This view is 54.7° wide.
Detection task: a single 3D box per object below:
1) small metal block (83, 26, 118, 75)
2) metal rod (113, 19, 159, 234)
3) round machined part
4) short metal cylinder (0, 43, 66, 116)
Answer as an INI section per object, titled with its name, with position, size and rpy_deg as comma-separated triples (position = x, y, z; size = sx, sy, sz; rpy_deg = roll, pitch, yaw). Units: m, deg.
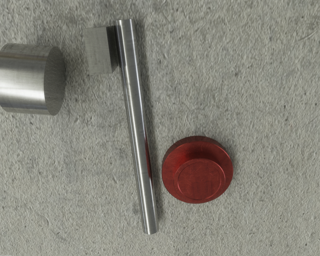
[small metal block]
position = -0.068, -0.092, 0.362
size = 0.025, 0.050, 0.050
rpy_deg = -4, 110, 1
[metal rod]
position = -0.028, 0.012, 0.413
size = 0.025, 0.025, 0.298
rpy_deg = -5, 110, 2
[round machined part]
position = 0.052, 0.063, 0.424
size = 0.099, 0.042, 0.097
rpy_deg = 0, 110, 0
[short metal cylinder]
position = -0.146, -0.056, 0.358
size = 0.050, 0.080, 0.079
rpy_deg = 4, 110, -2
